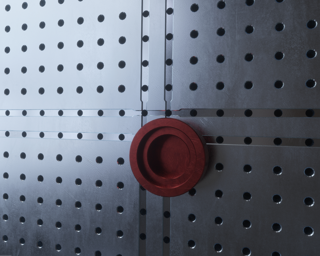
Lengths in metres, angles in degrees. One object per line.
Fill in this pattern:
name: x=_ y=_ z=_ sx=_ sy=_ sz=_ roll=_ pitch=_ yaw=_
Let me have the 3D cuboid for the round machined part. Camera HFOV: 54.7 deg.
round machined part: x=0.014 y=0.036 z=0.398 sx=0.098 sy=0.042 sz=0.097 roll=0 pitch=90 yaw=19
